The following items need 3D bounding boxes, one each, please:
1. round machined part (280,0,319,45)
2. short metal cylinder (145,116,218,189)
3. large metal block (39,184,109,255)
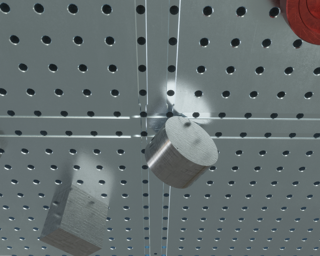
[{"bbox_3d":[0.162,-0.132,0.290,0.099,0.042,0.097,0,130,0],"label":"round machined part"},{"bbox_3d":[0.028,0.031,0.402,0.080,0.080,0.050,25,126,-20],"label":"short metal cylinder"},{"bbox_3d":[-0.136,0.152,0.504,0.050,0.080,0.080,-34,122,25],"label":"large metal block"}]
